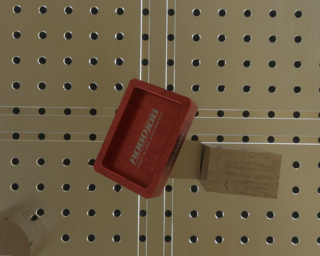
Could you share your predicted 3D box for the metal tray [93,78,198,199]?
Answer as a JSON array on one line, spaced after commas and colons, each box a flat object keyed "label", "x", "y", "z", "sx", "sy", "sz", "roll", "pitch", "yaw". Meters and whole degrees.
[{"label": "metal tray", "x": -0.019, "y": 0.012, "z": 0.393, "sx": 0.090, "sy": 0.030, "sz": 0.129, "roll": 23, "pitch": 90, "yaw": 23}]

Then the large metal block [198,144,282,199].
[{"label": "large metal block", "x": 0.094, "y": 0.050, "z": 0.387, "sx": 0.080, "sy": 0.080, "sz": 0.050, "roll": 6, "pitch": 90, "yaw": 0}]

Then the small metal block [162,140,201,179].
[{"label": "small metal block", "x": 0.028, "y": 0.041, "z": 0.414, "sx": 0.050, "sy": 0.025, "sz": 0.050, "roll": 2, "pitch": 90, "yaw": 0}]

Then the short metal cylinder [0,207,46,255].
[{"label": "short metal cylinder", "x": -0.197, "y": 0.148, "z": 0.399, "sx": 0.081, "sy": 0.050, "sz": 0.079, "roll": 0, "pitch": 90, "yaw": 0}]
